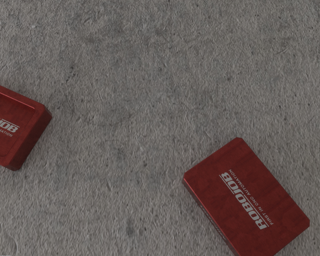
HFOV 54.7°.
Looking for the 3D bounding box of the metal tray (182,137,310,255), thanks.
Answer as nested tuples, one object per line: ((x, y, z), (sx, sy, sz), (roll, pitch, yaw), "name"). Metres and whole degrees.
((0.100, 0.087, 0.374), (0.090, 0.030, 0.130), (-33, 74, -12), "metal tray")

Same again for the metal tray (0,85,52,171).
((-0.224, -0.011, 0.407), (0.130, 0.030, 0.090), (24, 72, 8), "metal tray")
